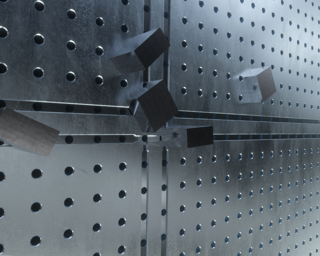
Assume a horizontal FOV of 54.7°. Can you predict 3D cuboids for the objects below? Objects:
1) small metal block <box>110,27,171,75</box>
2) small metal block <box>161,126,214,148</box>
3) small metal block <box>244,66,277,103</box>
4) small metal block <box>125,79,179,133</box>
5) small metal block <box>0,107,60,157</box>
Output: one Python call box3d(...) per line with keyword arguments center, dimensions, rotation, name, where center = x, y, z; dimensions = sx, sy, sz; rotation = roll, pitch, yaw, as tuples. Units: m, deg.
box3d(center=(-0.024, -0.092, 0.374), dimensions=(0.050, 0.050, 0.025), rotation=(-50, 120, -28), name="small metal block")
box3d(center=(0.037, 0.011, 0.427), dimensions=(0.050, 0.050, 0.025), rotation=(-6, 94, -40), name="small metal block")
box3d(center=(0.185, -0.080, 0.567), dimensions=(0.050, 0.025, 0.050), rotation=(-33, 111, -35), name="small metal block")
box3d(center=(-0.009, -0.028, 0.403), dimensions=(0.050, 0.025, 0.050), rotation=(-41, 115, -32), name="small metal block")
box3d(center=(-0.130, 0.004, 0.285), dimensions=(0.050, 0.050, 0.025), rotation=(30, 71, -36), name="small metal block")
